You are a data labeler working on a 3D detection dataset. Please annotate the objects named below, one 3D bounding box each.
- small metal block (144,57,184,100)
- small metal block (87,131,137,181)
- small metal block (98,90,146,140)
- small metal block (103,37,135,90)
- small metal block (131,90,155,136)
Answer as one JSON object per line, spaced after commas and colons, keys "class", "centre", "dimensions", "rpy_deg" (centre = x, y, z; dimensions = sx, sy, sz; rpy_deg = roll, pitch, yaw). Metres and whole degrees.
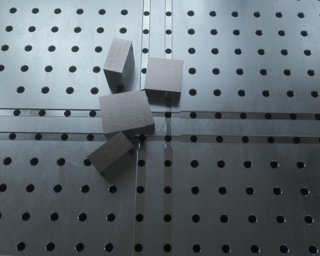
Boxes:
{"class": "small metal block", "centre": [0.006, -0.070, 0.437], "dimensions": [0.050, 0.025, 0.050], "rpy_deg": [6, 70, 1]}
{"class": "small metal block", "centre": [-0.058, 0.036, 0.385], "dimensions": [0.050, 0.050, 0.025], "rpy_deg": [-39, 75, -13]}
{"class": "small metal block", "centre": [-0.047, -0.016, 0.391], "dimensions": [0.050, 0.025, 0.050], "rpy_deg": [-10, 70, -4]}
{"class": "small metal block", "centre": [-0.056, -0.088, 0.430], "dimensions": [0.025, 0.050, 0.050], "rpy_deg": [13, 71, 4]}
{"class": "small metal block", "centre": [-0.038, -0.018, 0.418], "dimensions": [0.050, 0.025, 0.050], "rpy_deg": [-15, 71, -6]}
